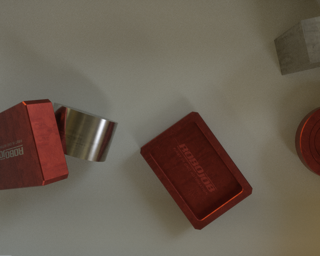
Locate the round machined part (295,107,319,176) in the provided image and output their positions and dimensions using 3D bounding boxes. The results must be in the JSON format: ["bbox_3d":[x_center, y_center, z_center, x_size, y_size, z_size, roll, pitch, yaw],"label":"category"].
[{"bbox_3d":[0.226,0.018,0.402,0.099,0.042,0.097,0,90,6],"label":"round machined part"}]

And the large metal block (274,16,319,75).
[{"bbox_3d":[0.202,-0.105,0.387,0.080,0.080,0.050,-13,90,0],"label":"large metal block"}]

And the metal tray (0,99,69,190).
[{"bbox_3d":[-0.165,0.024,0.367,0.130,0.030,0.089,-13,90,41],"label":"metal tray"}]

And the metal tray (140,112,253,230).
[{"bbox_3d":[0.047,0.055,0.409,0.090,0.030,0.130,-36,90,-1],"label":"metal tray"}]

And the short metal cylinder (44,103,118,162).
[{"bbox_3d":[-0.098,0.005,0.383,0.080,0.080,0.050,18,90,-1],"label":"short metal cylinder"}]
